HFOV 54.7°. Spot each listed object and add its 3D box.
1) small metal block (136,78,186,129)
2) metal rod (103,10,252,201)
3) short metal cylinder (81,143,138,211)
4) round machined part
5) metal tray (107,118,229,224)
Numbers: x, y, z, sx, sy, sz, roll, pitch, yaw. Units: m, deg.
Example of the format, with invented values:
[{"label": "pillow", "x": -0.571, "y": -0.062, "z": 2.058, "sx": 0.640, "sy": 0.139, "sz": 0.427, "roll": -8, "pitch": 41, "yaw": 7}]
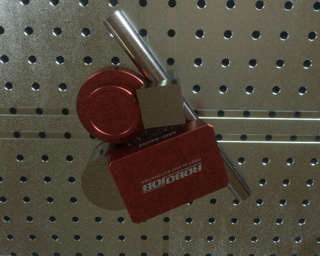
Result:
[{"label": "small metal block", "x": 0.003, "y": -0.030, "z": 0.373, "sx": 0.050, "sy": 0.025, "sz": 0.050, "roll": -8, "pitch": 113, "yaw": 8}, {"label": "metal rod", "x": 0.032, "y": -0.017, "z": 0.403, "sx": 0.025, "sy": 0.025, "sz": 0.300, "roll": -35, "pitch": 107, "yaw": 12}, {"label": "short metal cylinder", "x": -0.060, "y": 0.063, "z": 0.418, "sx": 0.081, "sy": 0.050, "sz": 0.079, "roll": 0, "pitch": 110, "yaw": 0}, {"label": "round machined part", "x": -0.057, "y": -0.024, "z": 0.390, "sx": 0.099, "sy": 0.042, "sz": 0.097, "roll": 0, "pitch": 110, "yaw": 1}, {"label": "metal tray", "x": 0.011, "y": 0.053, "z": 0.385, "sx": 0.131, "sy": 0.030, "sz": 0.090, "roll": -21, "pitch": 110, "yaw": -6}]
